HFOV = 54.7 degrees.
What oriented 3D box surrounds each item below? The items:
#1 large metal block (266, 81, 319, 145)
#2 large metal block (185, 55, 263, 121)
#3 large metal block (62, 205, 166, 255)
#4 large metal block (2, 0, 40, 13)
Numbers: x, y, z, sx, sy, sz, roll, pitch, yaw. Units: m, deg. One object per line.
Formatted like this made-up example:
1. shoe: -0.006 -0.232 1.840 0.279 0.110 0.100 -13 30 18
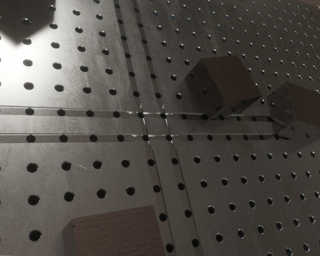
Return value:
1. large metal block: 0.242 -0.025 0.541 0.081 0.050 0.080 14 56 -21
2. large metal block: 0.099 -0.065 0.487 0.081 0.050 0.080 -14 69 -34
3. large metal block: -0.042 0.125 0.294 0.081 0.050 0.080 -2 63 -29
4. large metal block: -0.176 -0.215 0.410 0.050 0.080 0.080 37 51 -5
